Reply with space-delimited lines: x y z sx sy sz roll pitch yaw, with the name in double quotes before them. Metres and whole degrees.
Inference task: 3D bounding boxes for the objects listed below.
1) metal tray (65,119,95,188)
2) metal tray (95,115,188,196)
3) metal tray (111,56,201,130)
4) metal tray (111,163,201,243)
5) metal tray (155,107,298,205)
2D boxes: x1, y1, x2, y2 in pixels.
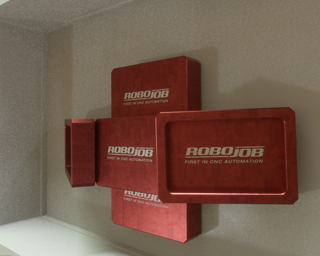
"metal tray" -0.122 0.031 0.463 0.130 0.030 0.089 -176 86 -69
"metal tray" -0.028 0.031 0.386 0.130 0.030 0.089 -1 89 39
"metal tray" -0.010 -0.039 0.408 0.130 0.030 0.089 0 90 39
"metal tray" -0.009 0.089 0.408 0.130 0.030 0.089 0 90 39
"metal tray" 0.063 0.027 0.308 0.131 0.030 0.089 -2 89 10
